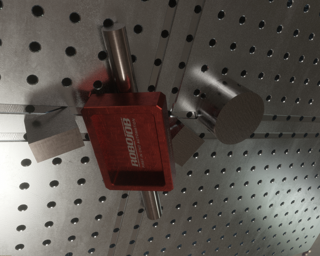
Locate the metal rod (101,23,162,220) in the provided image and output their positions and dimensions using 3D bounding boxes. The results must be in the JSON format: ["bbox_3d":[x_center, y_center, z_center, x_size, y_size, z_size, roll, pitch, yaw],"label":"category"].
[{"bbox_3d":[-0.029,0.016,0.406,0.025,0.025,0.298,-21,127,-16],"label":"metal rod"}]

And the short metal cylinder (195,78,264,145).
[{"bbox_3d":[0.098,-0.023,0.436,0.081,0.050,0.079,-14,124,-21],"label":"short metal cylinder"}]

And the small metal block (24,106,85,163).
[{"bbox_3d":[-0.115,0.006,0.336,0.050,0.050,0.025,-21,127,-17],"label":"small metal block"}]

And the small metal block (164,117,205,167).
[{"bbox_3d":[0.027,0.021,0.441,0.050,0.025,0.050,-49,129,6],"label":"small metal block"}]

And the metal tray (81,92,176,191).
[{"bbox_3d":[-0.033,0.021,0.374,0.090,0.030,0.129,-1,126,11],"label":"metal tray"}]
